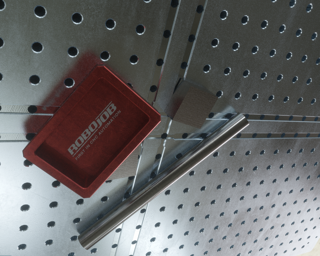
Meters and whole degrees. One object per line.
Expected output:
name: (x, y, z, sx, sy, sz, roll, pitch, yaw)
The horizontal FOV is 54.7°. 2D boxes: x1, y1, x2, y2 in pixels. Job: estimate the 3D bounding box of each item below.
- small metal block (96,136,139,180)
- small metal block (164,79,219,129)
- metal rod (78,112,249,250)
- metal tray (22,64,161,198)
small metal block: (-0.057, 0.039, 0.404, 0.050, 0.025, 0.050, -7, 122, -25)
small metal block: (0.042, -0.031, 0.414, 0.050, 0.025, 0.050, 16, 110, -35)
metal rod: (0.007, 0.077, 0.462, 0.301, 0.025, 0.025, -37, 129, -3)
metal tray: (-0.075, 0.004, 0.349, 0.090, 0.030, 0.130, 41, 95, -18)
